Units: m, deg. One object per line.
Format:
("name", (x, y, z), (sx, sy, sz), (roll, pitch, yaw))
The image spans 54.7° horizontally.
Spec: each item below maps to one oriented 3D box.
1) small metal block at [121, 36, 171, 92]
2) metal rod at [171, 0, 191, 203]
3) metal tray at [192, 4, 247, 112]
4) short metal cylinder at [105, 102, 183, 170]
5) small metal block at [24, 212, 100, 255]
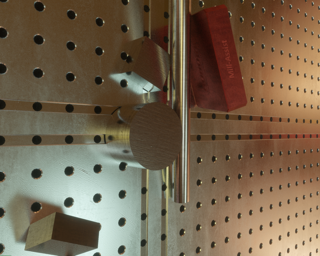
("small metal block", (-0.015, -0.081, 0.398), (0.050, 0.025, 0.050), (30, 71, -36))
("metal rod", (0.028, -0.045, 0.410), (0.025, 0.025, 0.298), (-9, 104, -40))
("metal tray", (0.068, -0.090, 0.423), (0.030, 0.090, 0.129), (-20, 104, -17))
("short metal cylinder", (-0.019, 0.009, 0.379), (0.081, 0.050, 0.079), (0, 90, -40))
("small metal block", (-0.097, 0.108, 0.309), (0.050, 0.050, 0.025), (30, 44, -37))
